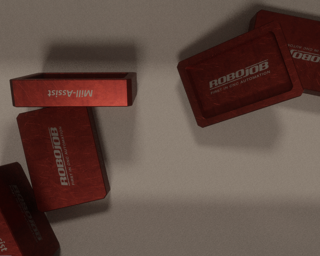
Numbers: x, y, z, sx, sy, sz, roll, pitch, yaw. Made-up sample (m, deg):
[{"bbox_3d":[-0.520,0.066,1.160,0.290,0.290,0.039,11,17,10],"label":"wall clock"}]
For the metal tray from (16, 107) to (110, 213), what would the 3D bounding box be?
[{"bbox_3d":[-0.125,0.036,0.407,0.091,0.030,0.129,-13,90,-1],"label":"metal tray"}]

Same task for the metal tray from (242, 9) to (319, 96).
[{"bbox_3d":[0.181,-0.097,0.411,0.131,0.030,0.089,11,90,-1],"label":"metal tray"}]

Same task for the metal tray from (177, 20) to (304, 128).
[{"bbox_3d":[0.096,-0.062,0.383,0.130,0.030,0.090,-19,90,25],"label":"metal tray"}]

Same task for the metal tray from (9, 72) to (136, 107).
[{"bbox_3d":[-0.096,-0.049,0.375,0.131,0.090,0.030,0,105,-1],"label":"metal tray"}]

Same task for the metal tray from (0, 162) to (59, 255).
[{"bbox_3d":[-0.177,0.110,0.376,0.030,0.090,0.129,-26,90,0],"label":"metal tray"}]
